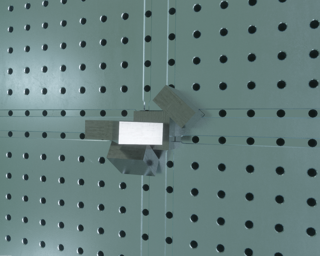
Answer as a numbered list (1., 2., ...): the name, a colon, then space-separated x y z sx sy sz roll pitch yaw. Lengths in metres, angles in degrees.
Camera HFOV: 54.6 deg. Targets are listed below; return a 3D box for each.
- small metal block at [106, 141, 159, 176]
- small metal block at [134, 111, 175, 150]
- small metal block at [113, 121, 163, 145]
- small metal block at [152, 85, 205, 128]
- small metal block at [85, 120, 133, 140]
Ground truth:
1. small metal block: -0.034 0.041 0.409 0.050 0.050 0.025 1 59 20
2. small metal block: -0.008 0.003 0.416 0.050 0.025 0.050 2 90 19
3. small metal block: -0.028 0.005 0.372 0.050 0.050 0.025 2 92 -17
4. small metal block: 0.025 -0.026 0.391 0.050 0.050 0.025 45 103 14
5. small metal block: -0.066 0.002 0.423 0.050 0.050 0.025 2 91 20
